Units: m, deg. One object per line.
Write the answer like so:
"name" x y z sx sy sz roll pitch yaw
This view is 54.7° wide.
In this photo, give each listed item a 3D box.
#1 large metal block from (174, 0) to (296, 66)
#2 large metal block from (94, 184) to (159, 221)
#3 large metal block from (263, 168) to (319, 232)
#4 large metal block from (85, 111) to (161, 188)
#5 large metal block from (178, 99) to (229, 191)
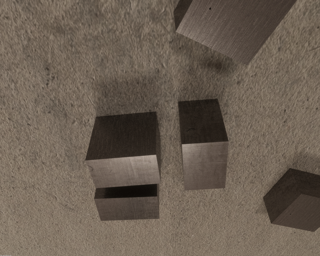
"large metal block" 0.068 -0.118 0.291 0.080 0.050 0.079 20 127 -17
"large metal block" -0.043 0.082 0.440 0.081 0.080 0.050 -2 130 1
"large metal block" 0.227 0.116 0.493 0.081 0.050 0.079 14 129 -12
"large metal block" -0.042 0.026 0.393 0.080 0.080 0.050 -5 130 3
"large metal block" 0.052 0.020 0.389 0.050 0.080 0.080 -4 130 3
